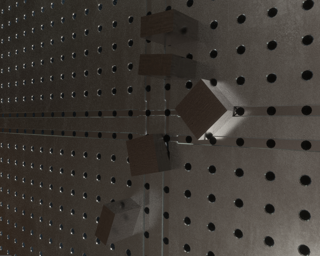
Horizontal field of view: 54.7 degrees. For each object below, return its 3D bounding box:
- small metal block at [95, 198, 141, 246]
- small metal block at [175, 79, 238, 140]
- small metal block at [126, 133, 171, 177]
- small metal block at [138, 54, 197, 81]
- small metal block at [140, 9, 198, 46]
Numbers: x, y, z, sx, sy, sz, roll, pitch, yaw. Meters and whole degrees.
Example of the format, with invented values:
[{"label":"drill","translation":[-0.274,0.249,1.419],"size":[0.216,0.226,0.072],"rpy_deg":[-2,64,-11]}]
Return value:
[{"label":"small metal block","translation":[-0.059,0.132,0.439],"size":[0.025,0.050,0.050],"rpy_deg":[28,107,36]},{"label":"small metal block","translation":[0.053,-0.021,0.364],"size":[0.050,0.025,0.050],"rpy_deg":[-49,62,28]},{"label":"small metal block","translation":[-0.016,0.037,0.421],"size":[0.050,0.025,0.050],"rpy_deg":[-16,80,38]},{"label":"small metal block","translation":[0.010,-0.075,0.384],"size":[0.050,0.050,0.025],"rpy_deg":[10,97,39]},{"label":"small metal block","translation":[0.012,-0.122,0.382],"size":[0.050,0.050,0.025],"rpy_deg":[3,92,39]}]
